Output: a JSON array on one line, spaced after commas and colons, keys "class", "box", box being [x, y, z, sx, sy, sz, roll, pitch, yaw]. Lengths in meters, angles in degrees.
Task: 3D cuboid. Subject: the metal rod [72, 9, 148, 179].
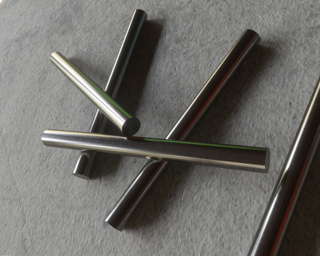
[{"class": "metal rod", "box": [-0.070, -0.066, 0.479, 0.025, 0.025, 0.300, 1, 62, 28]}]

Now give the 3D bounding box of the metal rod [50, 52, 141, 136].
[{"class": "metal rod", "box": [-0.114, -0.066, 0.476, 0.025, 0.025, 0.300, -46, 44, -4]}]

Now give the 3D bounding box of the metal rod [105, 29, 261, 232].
[{"class": "metal rod", "box": [0.034, -0.005, 0.387, 0.025, 0.025, 0.300, 29, 77, 37]}]

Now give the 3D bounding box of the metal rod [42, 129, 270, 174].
[{"class": "metal rod", "box": [-0.028, 0.023, 0.369, 0.300, 0.025, 0.025, 4, 64, 29]}]

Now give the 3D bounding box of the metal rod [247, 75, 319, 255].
[{"class": "metal rod", "box": [0.147, 0.019, 0.314, 0.025, 0.025, 0.300, 18, 71, 34]}]
